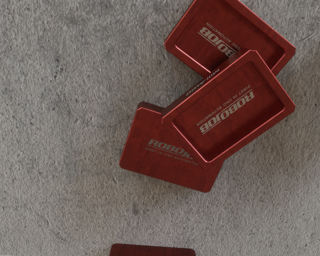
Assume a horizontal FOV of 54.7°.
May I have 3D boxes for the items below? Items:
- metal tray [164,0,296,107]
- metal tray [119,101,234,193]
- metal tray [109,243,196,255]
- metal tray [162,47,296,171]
[{"bbox_3d":[0.082,-0.097,0.371,0.130,0.030,0.090,34,106,-12],"label":"metal tray"},{"bbox_3d":[0.020,0.027,0.417,0.131,0.030,0.089,18,109,-7],"label":"metal tray"},{"bbox_3d":[-0.011,0.208,0.449,0.131,0.090,0.030,5,98,-2],"label":"metal tray"},{"bbox_3d":[0.078,-0.020,0.367,0.130,0.030,0.090,-38,106,12],"label":"metal tray"}]
